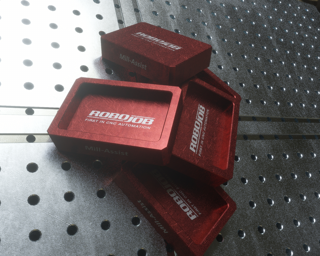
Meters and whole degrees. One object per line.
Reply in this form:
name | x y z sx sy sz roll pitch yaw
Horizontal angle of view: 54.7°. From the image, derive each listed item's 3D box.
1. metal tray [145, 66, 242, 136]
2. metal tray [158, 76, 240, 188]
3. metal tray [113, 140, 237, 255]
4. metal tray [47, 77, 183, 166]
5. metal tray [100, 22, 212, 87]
metal tray | 0.052 -0.055 0.468 0.130 0.030 0.090 40 51 -2
metal tray | 0.052 0.000 0.396 0.090 0.030 0.130 26 52 -13
metal tray | 0.020 0.077 0.370 0.130 0.030 0.091 48 51 5
metal tray | -0.046 -0.011 0.349 0.131 0.030 0.090 7 53 11
metal tray | -0.006 -0.106 0.429 0.130 0.030 0.091 29 44 29
